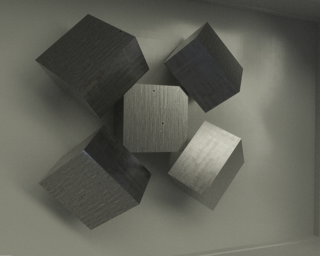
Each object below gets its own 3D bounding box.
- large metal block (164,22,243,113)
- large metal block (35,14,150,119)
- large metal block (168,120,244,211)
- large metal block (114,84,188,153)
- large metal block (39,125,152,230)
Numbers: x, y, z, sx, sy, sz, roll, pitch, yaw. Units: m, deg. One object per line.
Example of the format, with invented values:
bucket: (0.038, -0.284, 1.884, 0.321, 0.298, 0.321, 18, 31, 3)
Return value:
large metal block: (0.059, -0.079, 0.395, 0.080, 0.050, 0.080, 48, 32, -13)
large metal block: (-0.073, -0.070, 0.344, 0.080, 0.080, 0.050, -48, 148, -14)
large metal block: (0.063, 0.050, 0.395, 0.080, 0.050, 0.080, -54, 151, -13)
large metal block: (-0.012, -0.011, 0.390, 0.081, 0.050, 0.080, 1, 90, -20)
large metal block: (-0.071, 0.057, 0.348, 0.080, 0.050, 0.080, -34, 106, 29)
